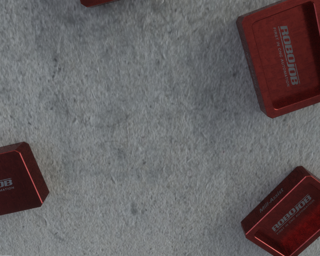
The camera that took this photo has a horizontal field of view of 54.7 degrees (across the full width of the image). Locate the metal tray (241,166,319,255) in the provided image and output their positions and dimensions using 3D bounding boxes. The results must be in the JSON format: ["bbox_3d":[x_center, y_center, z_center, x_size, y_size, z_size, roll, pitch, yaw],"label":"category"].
[{"bbox_3d":[0.197,0.130,0.457,0.090,0.030,0.129,35,106,-13],"label":"metal tray"}]

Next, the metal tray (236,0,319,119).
[{"bbox_3d":[0.156,-0.086,0.377,0.090,0.030,0.129,-20,109,6],"label":"metal tray"}]

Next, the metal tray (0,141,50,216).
[{"bbox_3d":[-0.235,0.078,0.432,0.131,0.030,0.089,-13,110,4],"label":"metal tray"}]

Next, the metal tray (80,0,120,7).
[{"bbox_3d":[-0.057,-0.206,0.330,0.090,0.030,0.129,-13,110,4],"label":"metal tray"}]
